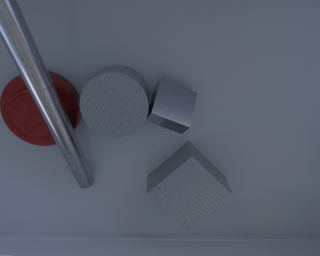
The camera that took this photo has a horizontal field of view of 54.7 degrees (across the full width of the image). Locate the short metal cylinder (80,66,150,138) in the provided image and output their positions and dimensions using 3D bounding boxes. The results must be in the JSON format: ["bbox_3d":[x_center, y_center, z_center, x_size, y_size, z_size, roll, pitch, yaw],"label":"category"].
[{"bbox_3d":[-0.054,-0.034,0.385,0.081,0.050,0.079,0,110,0],"label":"short metal cylinder"}]

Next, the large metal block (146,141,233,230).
[{"bbox_3d":[0.039,0.079,0.428,0.080,0.050,0.080,-42,105,13],"label":"large metal block"}]

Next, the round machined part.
[{"bbox_3d":[-0.153,-0.021,0.392,0.099,0.042,0.097,0,110,-1],"label":"round machined part"}]

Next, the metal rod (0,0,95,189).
[{"bbox_3d":[-0.121,-0.029,0.334,0.025,0.025,0.298,-7,135,2],"label":"metal rod"}]

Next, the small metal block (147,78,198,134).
[{"bbox_3d":[0.014,-0.027,0.385,0.050,0.025,0.050,20,64,-13],"label":"small metal block"}]
